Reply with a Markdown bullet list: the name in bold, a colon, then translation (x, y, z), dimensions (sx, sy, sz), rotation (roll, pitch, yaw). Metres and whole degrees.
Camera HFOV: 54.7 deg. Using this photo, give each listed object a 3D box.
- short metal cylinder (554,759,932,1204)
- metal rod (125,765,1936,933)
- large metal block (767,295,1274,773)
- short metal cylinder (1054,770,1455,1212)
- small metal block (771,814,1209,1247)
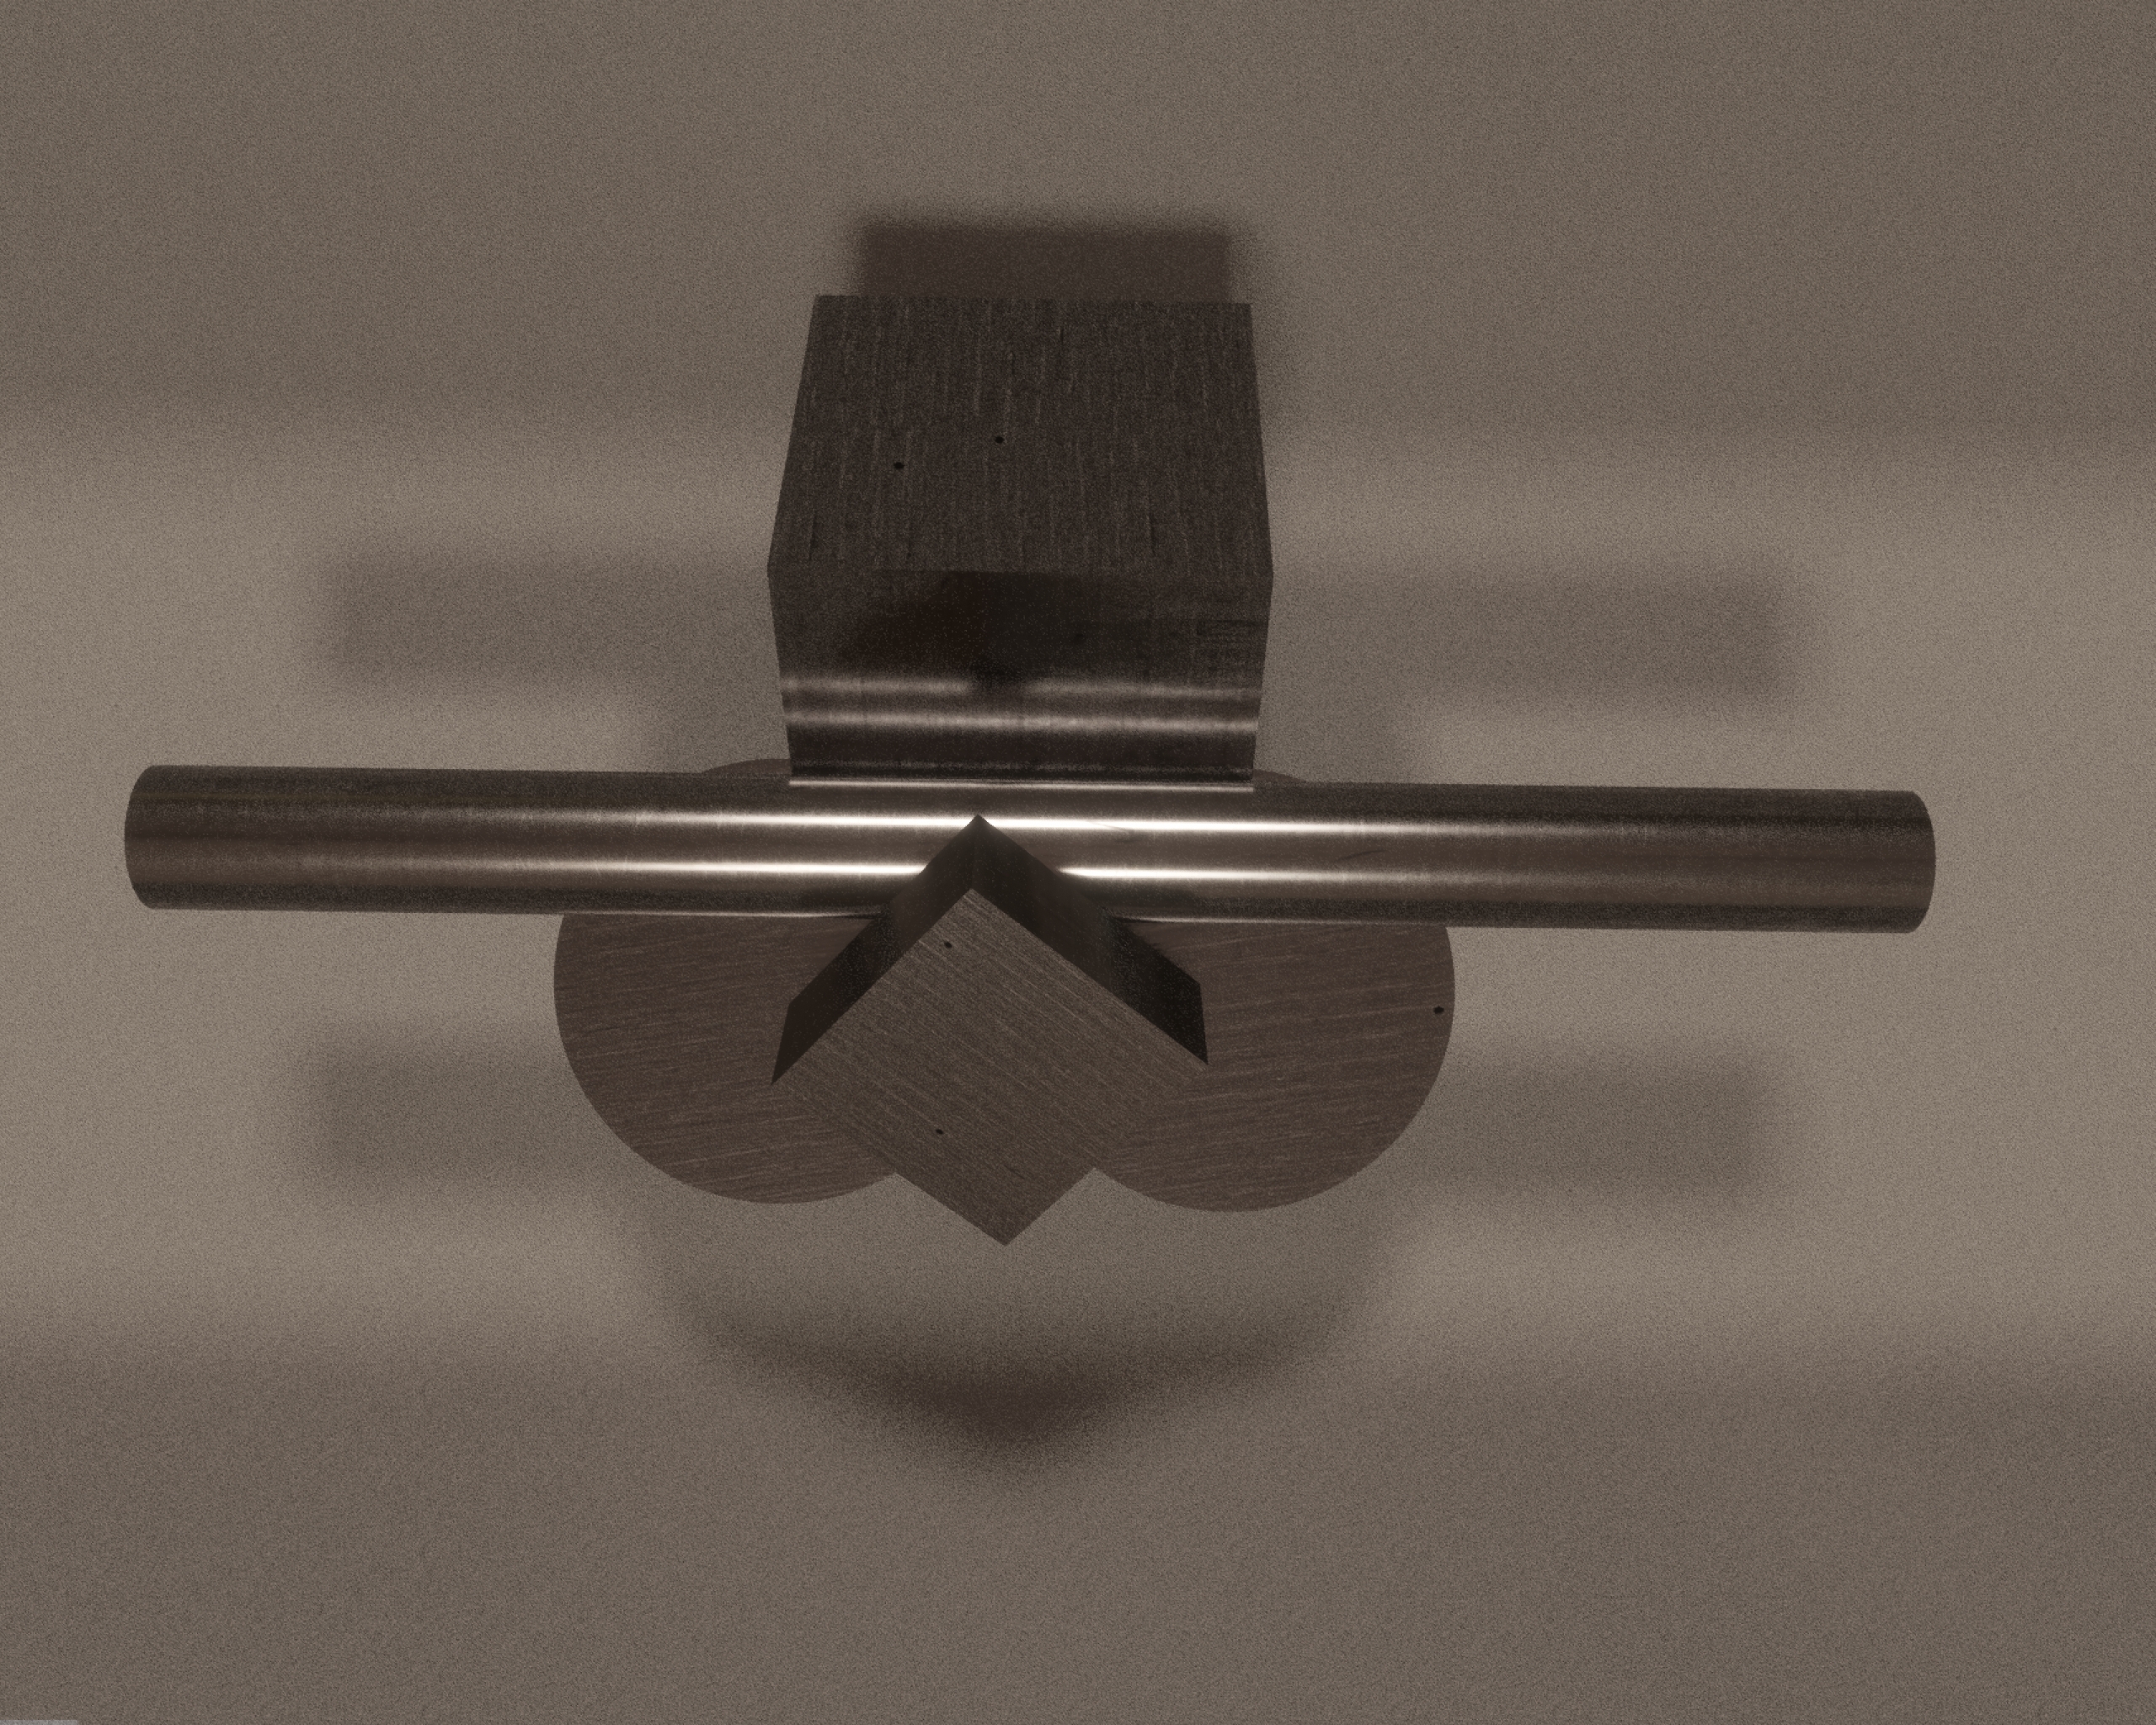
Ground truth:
- **short metal cylinder**: translation (-0.053, 0.021, 0.397), dimensions (0.081, 0.050, 0.079), rotation (0, 90, -1)
- **metal rod**: translation (-0.007, -0.002, 0.360), dimensions (0.302, 0.025, 0.025), rotation (1, 90, -1)
- **large metal block**: translation (-0.009, -0.058, 0.377), dimensions (0.081, 0.050, 0.080), rotation (1, 47, 0)
- **short metal cylinder**: translation (0.027, 0.023, 0.398), dimensions (0.081, 0.050, 0.079), rotation (0, 90, -1)
- **small metal block**: translation (-0.014, 0.029, 0.349), dimensions (0.050, 0.025, 0.050), rotation (38, 112, -19)
